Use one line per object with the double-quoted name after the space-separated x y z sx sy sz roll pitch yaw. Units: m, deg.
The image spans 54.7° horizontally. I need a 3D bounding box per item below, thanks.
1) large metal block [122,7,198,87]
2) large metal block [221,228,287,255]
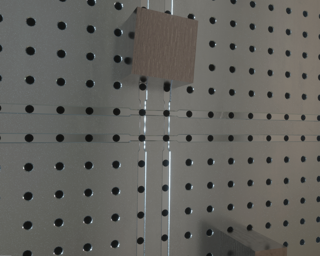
-0.001 -0.100 0.400 0.081 0.050 0.080 5 88 -20 "large metal block"
0.127 0.194 0.433 0.050 0.080 0.079 2 90 -20 "large metal block"
